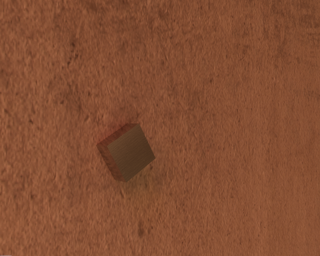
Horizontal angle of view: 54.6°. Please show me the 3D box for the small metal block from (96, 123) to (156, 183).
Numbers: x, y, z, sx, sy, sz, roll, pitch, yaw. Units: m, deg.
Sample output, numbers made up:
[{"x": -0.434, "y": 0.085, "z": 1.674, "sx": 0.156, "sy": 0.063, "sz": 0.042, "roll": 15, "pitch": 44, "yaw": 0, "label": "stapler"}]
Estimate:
[{"x": -0.040, "y": 0.029, "z": 0.371, "sx": 0.050, "sy": 0.025, "sz": 0.050, "roll": -37, "pitch": 113, "yaw": -33, "label": "small metal block"}]
